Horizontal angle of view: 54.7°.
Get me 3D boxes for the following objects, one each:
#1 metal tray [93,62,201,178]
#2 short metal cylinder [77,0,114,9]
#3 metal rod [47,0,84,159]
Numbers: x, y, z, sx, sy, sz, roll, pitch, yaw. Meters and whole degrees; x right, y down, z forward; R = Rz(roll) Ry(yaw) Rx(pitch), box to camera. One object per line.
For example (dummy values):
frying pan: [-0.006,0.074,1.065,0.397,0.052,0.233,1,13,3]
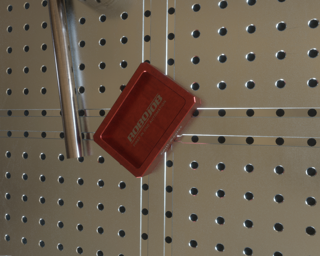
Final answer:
metal tray: [-0.020,-0.010,0.416,0.090,0.030,0.129,38,102,16]
short metal cylinder: [-0.098,-0.216,0.434,0.080,0.050,0.079,0,90,20]
metal rod: [-0.144,-0.104,0.463,0.025,0.025,0.298,-9,87,20]
